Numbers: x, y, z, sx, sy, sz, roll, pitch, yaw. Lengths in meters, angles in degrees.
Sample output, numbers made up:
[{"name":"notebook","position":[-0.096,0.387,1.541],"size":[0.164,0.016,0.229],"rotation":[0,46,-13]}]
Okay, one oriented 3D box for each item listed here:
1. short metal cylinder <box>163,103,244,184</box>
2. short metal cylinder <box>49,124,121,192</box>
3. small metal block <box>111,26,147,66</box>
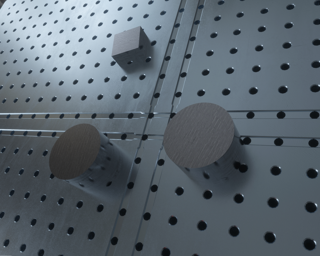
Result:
[{"name":"short metal cylinder","position":[0.051,0.018,0.355],"size":[0.080,0.050,0.080],"rotation":[-13,56,21]},{"name":"short metal cylinder","position":[-0.101,0.041,0.420],"size":[0.080,0.050,0.080],"rotation":[-13,56,21]},{"name":"small metal block","position":[-0.051,-0.138,0.520],"size":[0.050,0.025,0.050],"rotation":[-12,57,22]}]
